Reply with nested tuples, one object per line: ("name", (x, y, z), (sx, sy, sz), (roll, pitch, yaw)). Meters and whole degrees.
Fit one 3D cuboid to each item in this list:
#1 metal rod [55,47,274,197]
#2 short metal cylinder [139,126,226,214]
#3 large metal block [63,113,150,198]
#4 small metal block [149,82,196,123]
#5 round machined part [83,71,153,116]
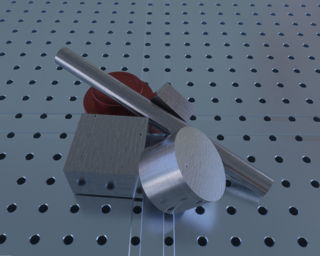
("metal rod", (-0.002, -0.013, 0.376), (0.301, 0.025, 0.025), (33, 56, 9))
("short metal cylinder", (0.024, 0.045, 0.326), (0.080, 0.050, 0.080), (30, 45, -35))
("large metal block", (-0.056, 0.031, 0.361), (0.080, 0.050, 0.080), (4, 50, 3))
("small metal block", (0.009, -0.025, 0.400), (0.050, 0.050, 0.025), (42, 58, -11))
("round machined part", (-0.057, -0.041, 0.431), (0.099, 0.042, 0.098), (0, 50, 0))
